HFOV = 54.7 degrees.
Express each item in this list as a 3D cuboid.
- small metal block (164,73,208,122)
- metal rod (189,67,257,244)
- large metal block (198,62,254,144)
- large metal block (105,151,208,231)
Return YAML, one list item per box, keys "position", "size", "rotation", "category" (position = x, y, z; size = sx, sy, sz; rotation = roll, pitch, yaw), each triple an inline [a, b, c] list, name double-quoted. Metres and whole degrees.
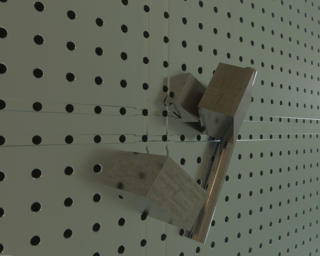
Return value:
- position: [0.040, -0.043, 0.445]
  size: [0.050, 0.025, 0.050]
  rotation: [38, 67, -34]
  category: "small metal block"
- position: [0.106, 0.034, 0.500]
  size: [0.025, 0.025, 0.299]
  rotation: [34, 69, -35]
  category: "metal rod"
- position: [0.098, -0.035, 0.455]
  size: [0.080, 0.050, 0.080]
  rotation: [-62, 156, -21]
  category: "large metal block"
- position: [-0.004, 0.074, 0.372]
  size: [0.080, 0.080, 0.050]
  rotation: [45, 63, -31]
  category: "large metal block"
